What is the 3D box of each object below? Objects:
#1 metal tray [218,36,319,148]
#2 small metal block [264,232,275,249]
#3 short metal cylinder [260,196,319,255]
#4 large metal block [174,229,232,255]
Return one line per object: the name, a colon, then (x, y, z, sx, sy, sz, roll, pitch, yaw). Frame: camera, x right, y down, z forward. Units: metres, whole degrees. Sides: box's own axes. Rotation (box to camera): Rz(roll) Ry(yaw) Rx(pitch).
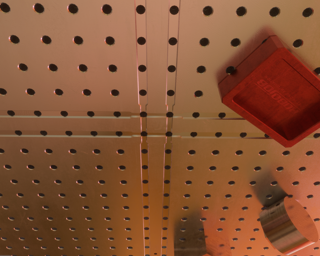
metal tray: (0.148, -0.038, 0.377, 0.131, 0.030, 0.090, 31, 124, -24)
small metal block: (0.228, 0.200, 0.584, 0.050, 0.025, 0.050, -26, 126, 20)
short metal cylinder: (0.214, 0.162, 0.515, 0.080, 0.080, 0.050, 31, 124, -24)
large metal block: (0.085, 0.252, 0.610, 0.080, 0.050, 0.080, 37, 121, -27)
